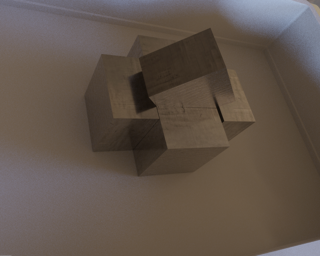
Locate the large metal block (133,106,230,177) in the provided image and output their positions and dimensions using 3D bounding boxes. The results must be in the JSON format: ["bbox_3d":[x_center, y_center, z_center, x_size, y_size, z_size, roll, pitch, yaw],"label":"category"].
[{"bbox_3d":[0.021,0.017,0.369,0.081,0.080,0.050,0,62,-28],"label":"large metal block"}]

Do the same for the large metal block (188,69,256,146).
[{"bbox_3d":[0.071,-0.024,0.419,0.050,0.080,0.080,0,62,-29],"label":"large metal block"}]

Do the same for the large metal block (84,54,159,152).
[{"bbox_3d":[-0.048,-0.026,0.359,0.050,0.080,0.080,0,62,-28],"label":"large metal block"}]

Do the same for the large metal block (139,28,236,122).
[{"bbox_3d":[0.033,-0.053,0.346,0.080,0.080,0.050,45,27,-62],"label":"large metal block"}]

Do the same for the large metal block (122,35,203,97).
[{"bbox_3d":[-0.002,-0.071,0.411,0.081,0.080,0.050,0,62,-28],"label":"large metal block"}]
